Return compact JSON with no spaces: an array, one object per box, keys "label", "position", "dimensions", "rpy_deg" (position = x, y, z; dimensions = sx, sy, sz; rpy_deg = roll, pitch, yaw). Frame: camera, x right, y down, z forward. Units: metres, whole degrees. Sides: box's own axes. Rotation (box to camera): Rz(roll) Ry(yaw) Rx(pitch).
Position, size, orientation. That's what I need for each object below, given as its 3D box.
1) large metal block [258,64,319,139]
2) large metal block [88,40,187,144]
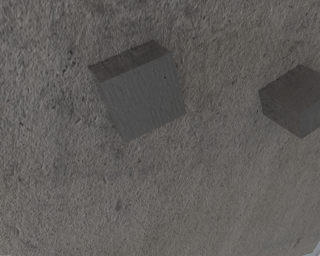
[{"label":"large metal block","position":[0.208,-0.041,0.459],"dimensions":[0.080,0.080,0.050],"rpy_deg":[-32,129,-7]},{"label":"large metal block","position":[-0.024,-0.042,0.351],"dimensions":[0.080,0.050,0.080],"rpy_deg":[-26,128,-12]}]
